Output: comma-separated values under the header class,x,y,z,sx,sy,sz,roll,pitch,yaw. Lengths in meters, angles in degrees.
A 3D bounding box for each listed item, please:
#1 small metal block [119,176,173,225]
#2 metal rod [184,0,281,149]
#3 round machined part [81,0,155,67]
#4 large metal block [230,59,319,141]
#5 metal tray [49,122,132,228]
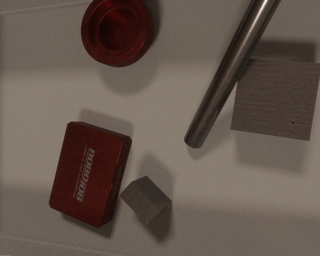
class,x,y,z,sx,sy,sz,roll,pitch,yaw
small metal block,-0.017,0.092,0.402,0.050,0.050,0.025,43,104,14
metal rod,0.088,-0.093,0.308,0.025,0.025,0.298,35,128,16
round machined part,-0.053,-0.131,0.419,0.098,0.042,0.097,0,90,19
large metal block,0.129,-0.032,0.352,0.080,0.050,0.079,9,93,19
metal tray,-0.100,0.064,0.442,0.090,0.030,0.129,16,95,18
